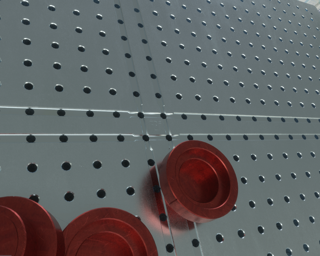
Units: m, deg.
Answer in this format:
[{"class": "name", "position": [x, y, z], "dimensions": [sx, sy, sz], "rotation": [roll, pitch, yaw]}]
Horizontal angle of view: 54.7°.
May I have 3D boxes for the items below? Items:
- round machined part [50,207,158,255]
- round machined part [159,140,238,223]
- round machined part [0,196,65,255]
[{"class": "round machined part", "position": [-0.054, 0.129, 0.291], "dimensions": [0.099, 0.042, 0.098], "rotation": [14, 56, -21]}, {"class": "round machined part", "position": [0.043, 0.068, 0.381], "dimensions": [0.099, 0.042, 0.098], "rotation": [14, 56, -21]}, {"class": "round machined part", "position": [-0.130, 0.099, 0.241], "dimensions": [0.099, 0.042, 0.098], "rotation": [-2, 57, 3]}]
